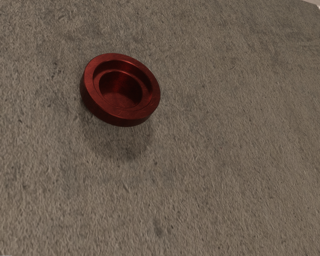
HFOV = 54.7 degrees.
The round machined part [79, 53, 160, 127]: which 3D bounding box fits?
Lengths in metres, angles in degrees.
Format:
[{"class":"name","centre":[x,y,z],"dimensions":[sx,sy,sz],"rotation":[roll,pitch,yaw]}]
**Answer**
[{"class":"round machined part","centre":[-0.053,-0.043,0.392],"dimensions":[0.099,0.042,0.098],"rotation":[14,56,-21]}]
